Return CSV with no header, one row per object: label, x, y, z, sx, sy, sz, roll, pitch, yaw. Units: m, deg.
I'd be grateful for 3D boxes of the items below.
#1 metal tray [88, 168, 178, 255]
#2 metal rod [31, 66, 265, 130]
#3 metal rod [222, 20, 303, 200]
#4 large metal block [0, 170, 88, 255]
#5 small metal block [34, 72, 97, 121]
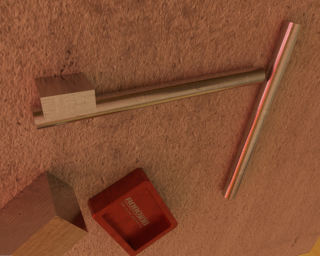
metal tray,-0.036,0.130,0.465,0.090,0.030,0.130,-33,129,-7
metal rod,0.004,-0.043,0.383,0.302,0.025,0.025,-14,124,-21
metal rod,0.151,-0.012,0.484,0.025,0.025,0.298,-2,119,-28
large metal block,-0.141,0.111,0.364,0.080,0.080,0.050,-41,130,0
small metal block,-0.097,-0.034,0.317,0.050,0.050,0.025,-12,124,-22
